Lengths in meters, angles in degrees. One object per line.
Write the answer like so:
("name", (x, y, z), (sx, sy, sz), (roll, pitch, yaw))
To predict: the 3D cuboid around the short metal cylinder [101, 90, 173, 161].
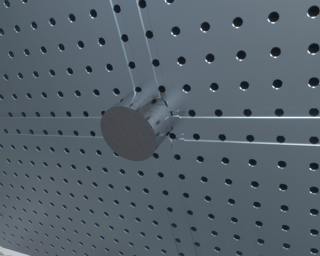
("short metal cylinder", (-0.030, -0.003, 0.410), (0.080, 0.050, 0.080), (13, 124, 21))
